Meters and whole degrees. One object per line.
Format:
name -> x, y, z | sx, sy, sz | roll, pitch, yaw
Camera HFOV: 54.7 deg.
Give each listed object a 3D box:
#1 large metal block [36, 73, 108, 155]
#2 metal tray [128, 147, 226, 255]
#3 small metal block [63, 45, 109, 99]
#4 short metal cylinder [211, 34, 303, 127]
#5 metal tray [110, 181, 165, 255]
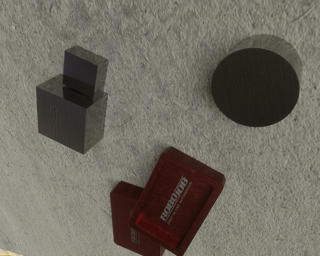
large metal block -> -0.126, -0.021, 0.444 | 0.080, 0.050, 0.079 | 24, 127, 13
metal tray -> 0.021, 0.103, 0.430 | 0.090, 0.030, 0.129 | 29, 110, 10
small metal block -> -0.100, -0.075, 0.413 | 0.050, 0.025, 0.050 | 26, 128, 11
short metal cylinder -> 0.098, -0.048, 0.310 | 0.080, 0.050, 0.079 | 13, 124, 21
metal tray -> -0.034, 0.157, 0.519 | 0.090, 0.030, 0.129 | 15, 125, 19
